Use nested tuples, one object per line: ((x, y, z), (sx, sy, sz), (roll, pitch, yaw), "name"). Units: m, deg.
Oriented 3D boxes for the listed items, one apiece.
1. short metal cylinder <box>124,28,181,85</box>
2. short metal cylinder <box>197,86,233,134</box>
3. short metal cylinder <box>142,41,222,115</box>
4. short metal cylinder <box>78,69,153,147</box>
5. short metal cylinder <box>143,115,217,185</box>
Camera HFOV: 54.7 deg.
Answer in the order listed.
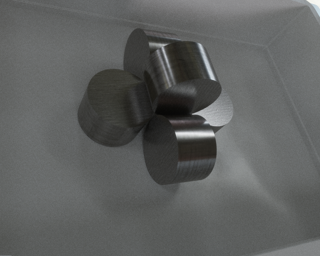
((-0.010, -0.090, 0.417), (0.050, 0.080, 0.080), (-2, 63, -30), "short metal cylinder")
((0.054, -0.026, 0.431), (0.081, 0.050, 0.080), (14, 56, -21), "short metal cylinder")
((0.024, -0.053, 0.357), (0.081, 0.080, 0.050), (-1, 62, -29), "short metal cylinder")
((-0.053, -0.024, 0.373), (0.081, 0.050, 0.080), (14, 56, -21), "short metal cylinder")
((0.021, 0.024, 0.364), (0.050, 0.080, 0.080), (-2, 63, -30), "short metal cylinder")
